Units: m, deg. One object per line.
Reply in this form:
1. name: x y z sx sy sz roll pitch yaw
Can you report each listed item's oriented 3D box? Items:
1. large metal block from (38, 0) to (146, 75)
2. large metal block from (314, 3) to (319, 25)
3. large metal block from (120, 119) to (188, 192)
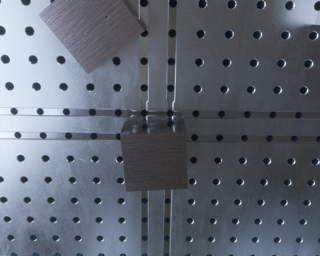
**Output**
1. large metal block: -0.073 -0.121 0.355 0.080 0.050 0.080 -35 107 12
2. large metal block: 0.218 -0.149 0.331 0.050 0.080 0.079 4 110 -2
3. large metal block: -0.006 0.035 0.413 0.080 0.050 0.080 -3 110 1
